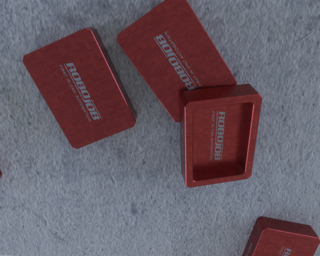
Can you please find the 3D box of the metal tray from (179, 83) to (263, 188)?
[{"bbox_3d":[0.073,0.013,0.391,0.091,0.030,0.129,-8,123,-6],"label":"metal tray"}]

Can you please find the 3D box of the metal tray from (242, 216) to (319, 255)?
[{"bbox_3d":[0.180,0.207,0.486,0.091,0.030,0.129,12,110,-5],"label":"metal tray"}]

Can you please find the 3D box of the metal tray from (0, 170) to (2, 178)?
[{"bbox_3d":[-0.289,0.032,0.415,0.090,0.030,0.129,-19,109,6],"label":"metal tray"}]

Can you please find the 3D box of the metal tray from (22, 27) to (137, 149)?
[{"bbox_3d":[-0.096,-0.048,0.388,0.090,0.030,0.129,-22,109,7],"label":"metal tray"}]

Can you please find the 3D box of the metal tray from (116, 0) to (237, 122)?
[{"bbox_3d":[0.022,-0.082,0.377,0.090,0.030,0.130,-33,107,11],"label":"metal tray"}]
